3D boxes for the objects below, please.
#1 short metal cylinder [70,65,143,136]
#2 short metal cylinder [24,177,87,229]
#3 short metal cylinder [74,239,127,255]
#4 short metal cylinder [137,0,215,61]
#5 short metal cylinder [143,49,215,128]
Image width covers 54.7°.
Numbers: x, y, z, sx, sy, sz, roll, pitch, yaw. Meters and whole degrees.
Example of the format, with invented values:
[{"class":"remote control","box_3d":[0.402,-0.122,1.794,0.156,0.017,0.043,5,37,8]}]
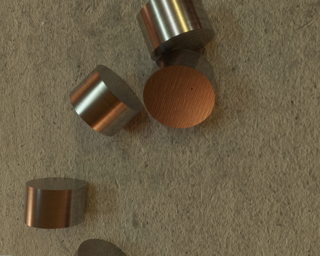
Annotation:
[{"class":"short metal cylinder","box_3d":[-0.069,-0.036,0.404,0.050,0.080,0.080,-41,77,15]},{"class":"short metal cylinder","box_3d":[-0.144,0.101,0.431,0.080,0.080,0.050,5,92,20]},{"class":"short metal cylinder","box_3d":[-0.083,0.194,0.409,0.080,0.080,0.050,34,101,17]},{"class":"short metal cylinder","box_3d":[0.019,-0.121,0.373,0.080,0.080,0.050,-22,83,19]},{"class":"short metal cylinder","box_3d":[0.024,-0.047,0.367,0.080,0.050,0.079,5,125,7]}]
